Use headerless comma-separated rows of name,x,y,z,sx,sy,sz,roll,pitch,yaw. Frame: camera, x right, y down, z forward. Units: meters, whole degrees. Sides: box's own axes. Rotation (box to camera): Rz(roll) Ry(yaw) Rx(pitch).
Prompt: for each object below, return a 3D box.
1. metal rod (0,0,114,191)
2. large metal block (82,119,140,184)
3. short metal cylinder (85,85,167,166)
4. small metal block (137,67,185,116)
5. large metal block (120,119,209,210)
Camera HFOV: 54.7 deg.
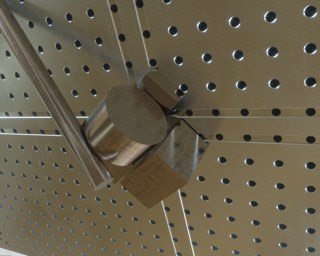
metal rod,-0.145,-0.056,0.383,0.299,0.025,0.025,55,131,16
large metal block,-0.056,0.013,0.413,0.080,0.080,0.050,44,129,-3
short metal cylinder,-0.039,-0.003,0.360,0.080,0.080,0.050,45,129,-4
small metal block,-0.005,-0.038,0.390,0.050,0.025,0.050,41,129,-1
large metal block,0.007,0.046,0.397,0.050,0.080,0.080,44,129,-3
